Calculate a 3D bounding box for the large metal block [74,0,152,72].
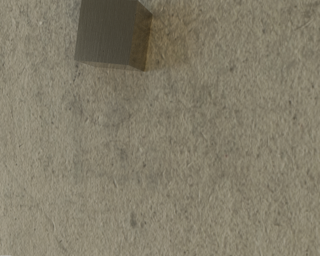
[{"bbox_3d":[-0.062,-0.123,0.416,0.080,0.050,0.079,9,93,19],"label":"large metal block"}]
